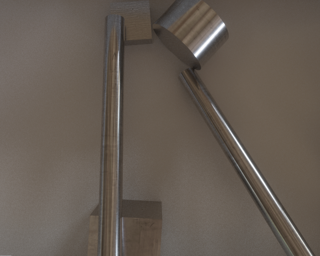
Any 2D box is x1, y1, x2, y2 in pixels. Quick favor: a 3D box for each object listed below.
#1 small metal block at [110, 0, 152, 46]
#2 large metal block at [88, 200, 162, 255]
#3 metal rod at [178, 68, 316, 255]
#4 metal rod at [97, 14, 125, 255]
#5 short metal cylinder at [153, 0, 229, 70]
[{"bbox_3d":[-0.037,-0.138,0.411,0.050,0.025,0.050,-4,90,-1],"label":"small metal block"},{"bbox_3d":[-0.039,0.124,0.384,0.081,0.080,0.050,3,90,-1],"label":"large metal block"},{"bbox_3d":[0.102,0.050,0.360,0.025,0.025,0.299,-28,69,0],"label":"metal rod"},{"bbox_3d":[-0.054,0.010,0.351,0.025,0.025,0.299,-1,76,-1],"label":"metal rod"},{"bbox_3d":[0.038,-0.118,0.384,0.080,0.080,0.050,42,90,-1],"label":"short metal cylinder"}]
